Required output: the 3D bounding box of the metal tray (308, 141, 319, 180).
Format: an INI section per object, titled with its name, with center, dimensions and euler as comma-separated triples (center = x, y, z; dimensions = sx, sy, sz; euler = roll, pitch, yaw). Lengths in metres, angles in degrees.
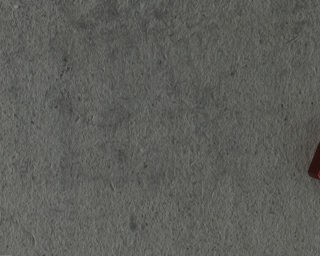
[metal tray]
center = 0.277, 0.047, 0.409
dimensions = 0.131, 0.030, 0.090
euler = 22, 90, 0
